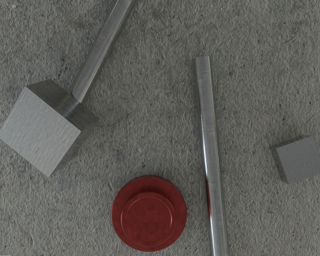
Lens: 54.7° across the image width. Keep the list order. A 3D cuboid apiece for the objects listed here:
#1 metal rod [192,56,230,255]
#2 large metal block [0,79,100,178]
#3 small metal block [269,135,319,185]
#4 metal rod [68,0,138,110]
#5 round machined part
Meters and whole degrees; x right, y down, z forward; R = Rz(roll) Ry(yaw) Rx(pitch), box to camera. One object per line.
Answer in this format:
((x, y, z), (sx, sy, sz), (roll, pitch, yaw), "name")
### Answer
((0.069, 0.056, 0.410), (0.025, 0.025, 0.298), (-5, 90, -1), "metal rod")
((-0.136, -0.001, 0.382), (0.080, 0.050, 0.080), (39, 113, -1), "large metal block")
((0.182, 0.041, 0.412), (0.050, 0.025, 0.050), (-19, 90, -1), "small metal block")
((-0.049, -0.159, 0.409), (0.025, 0.025, 0.299), (27, 90, -1), "metal rod")
((-0.014, 0.113, 0.401), (0.099, 0.042, 0.097), (0, 90, -1), "round machined part")
